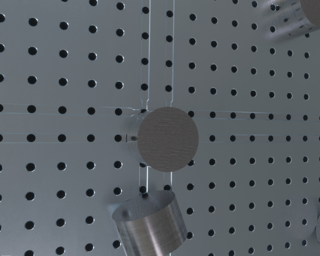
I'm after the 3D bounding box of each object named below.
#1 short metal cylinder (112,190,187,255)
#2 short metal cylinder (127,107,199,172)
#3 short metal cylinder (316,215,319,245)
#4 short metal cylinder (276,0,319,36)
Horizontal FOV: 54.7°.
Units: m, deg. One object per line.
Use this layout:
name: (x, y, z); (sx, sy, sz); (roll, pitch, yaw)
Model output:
short metal cylinder: (-0.012, 0.117, 0.379); (0.081, 0.080, 0.050); (-20, 97, -19)
short metal cylinder: (0.003, 0.014, 0.400); (0.081, 0.050, 0.079); (0, 90, -20)
short metal cylinder: (0.302, 0.168, 0.495); (0.050, 0.080, 0.080); (19, 84, -19)
short metal cylinder: (0.231, -0.190, 0.484); (0.081, 0.050, 0.079); (0, 90, -20)
